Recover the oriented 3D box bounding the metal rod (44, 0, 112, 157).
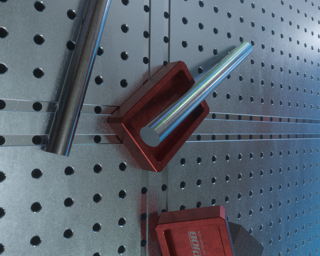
[{"bbox_3d":[-0.075,-0.116,0.347,0.025,0.025,0.299,21,77,-39],"label":"metal rod"}]

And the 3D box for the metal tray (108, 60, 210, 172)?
[{"bbox_3d":[0.005,-0.017,0.411,0.131,0.030,0.090,-48,119,-29],"label":"metal tray"}]

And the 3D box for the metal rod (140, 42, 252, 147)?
[{"bbox_3d":[0.069,-0.064,0.431,0.302,0.025,0.025,-43,117,-44],"label":"metal rod"}]

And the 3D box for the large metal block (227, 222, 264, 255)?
[{"bbox_3d":[0.112,0.203,0.490,0.080,0.050,0.080,47,62,-30],"label":"large metal block"}]

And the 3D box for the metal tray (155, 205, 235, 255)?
[{"bbox_3d":[0.054,0.173,0.414,0.030,0.090,0.129,-54,132,-72],"label":"metal tray"}]
